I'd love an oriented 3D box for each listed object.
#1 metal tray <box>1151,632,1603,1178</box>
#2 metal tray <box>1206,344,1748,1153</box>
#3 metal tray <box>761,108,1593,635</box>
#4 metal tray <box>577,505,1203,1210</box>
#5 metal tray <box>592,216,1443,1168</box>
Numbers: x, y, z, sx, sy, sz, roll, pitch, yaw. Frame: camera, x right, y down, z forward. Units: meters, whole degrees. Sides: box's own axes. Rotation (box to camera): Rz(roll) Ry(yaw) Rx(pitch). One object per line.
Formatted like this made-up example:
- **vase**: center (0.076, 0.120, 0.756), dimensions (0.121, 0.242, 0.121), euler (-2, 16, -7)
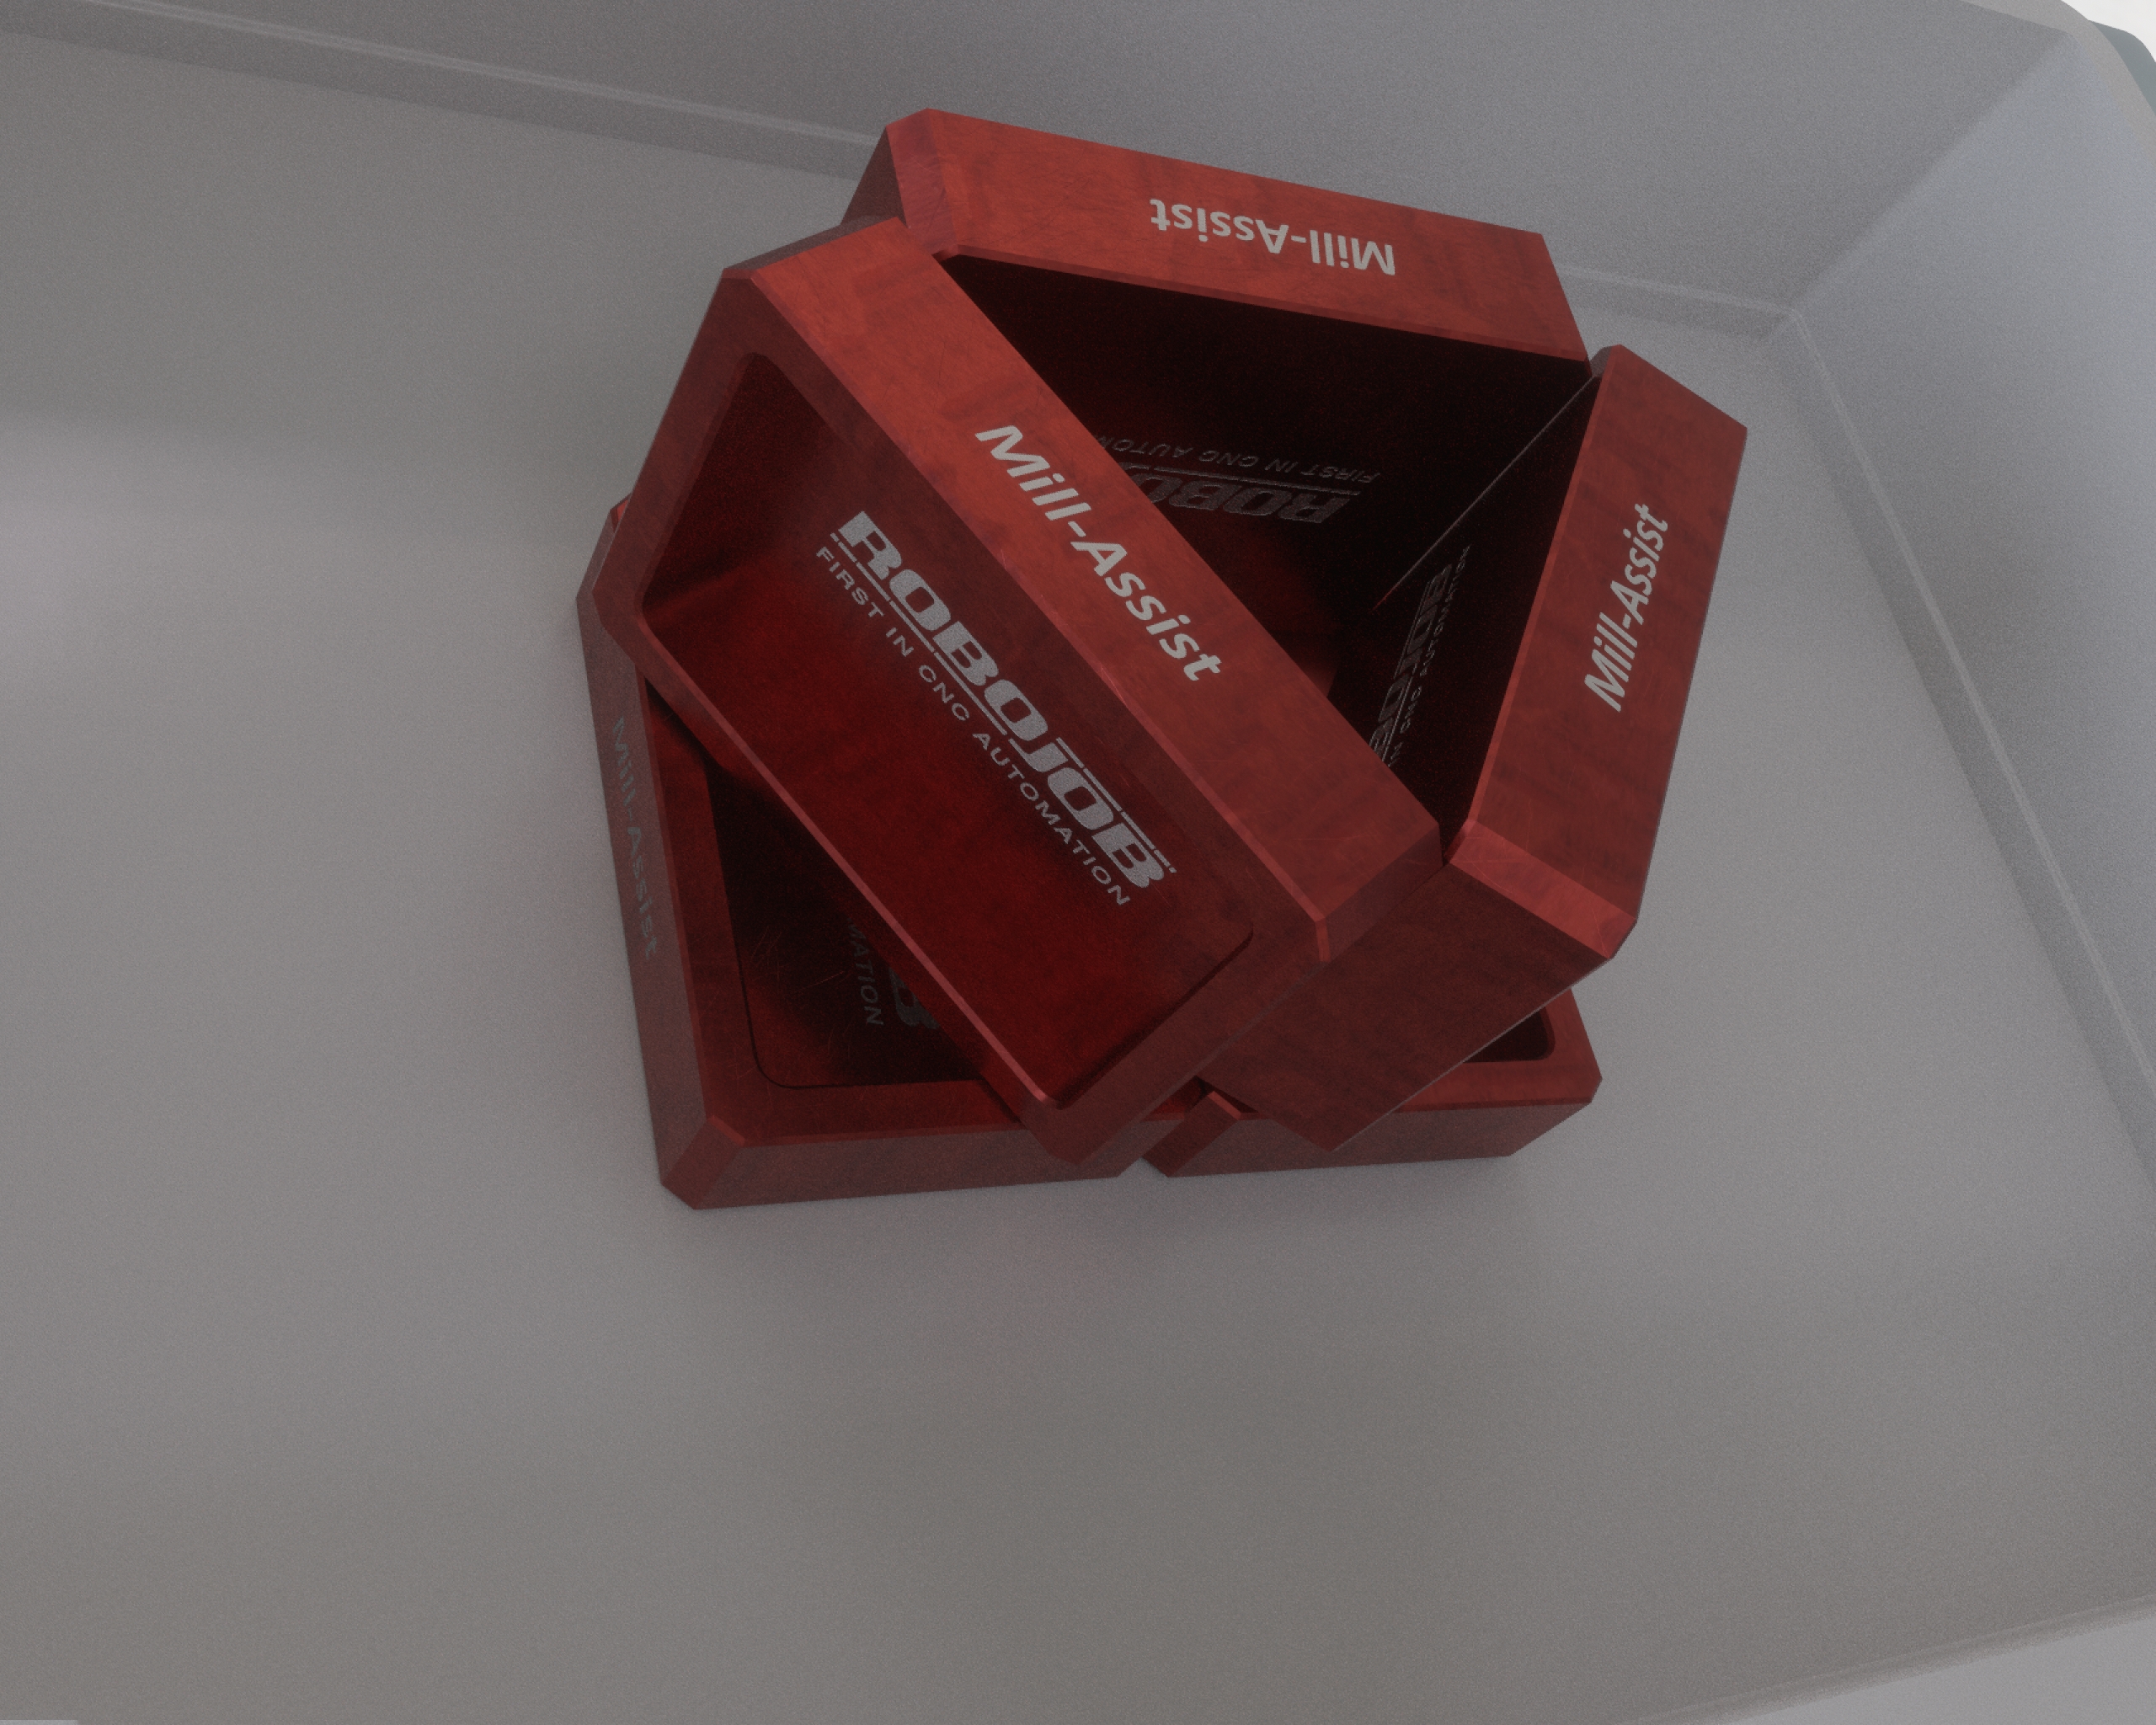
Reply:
- **metal tray**: center (0.045, -0.004, 0.427), dimensions (0.091, 0.030, 0.130), euler (1, 60, -27)
- **metal tray**: center (0.070, -0.021, 0.373), dimensions (0.030, 0.090, 0.130), euler (31, 52, -8)
- **metal tray**: center (0.015, -0.082, 0.380), dimensions (0.131, 0.090, 0.030), euler (2, 62, -27)
- **metal tray**: center (-0.037, -0.005, 0.385), dimensions (0.091, 0.030, 0.130), euler (0, 61, -28)
- **metal tray**: center (-0.016, -0.023, 0.329), dimensions (0.130, 0.090, 0.030), euler (49, 52, 6)
